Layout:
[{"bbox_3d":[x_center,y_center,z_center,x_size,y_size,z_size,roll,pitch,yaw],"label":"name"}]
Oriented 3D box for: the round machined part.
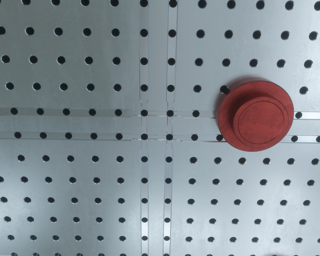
[{"bbox_3d":[0.124,-0.013,0.400,0.099,0.042,0.097,0,110,0],"label":"round machined part"}]
